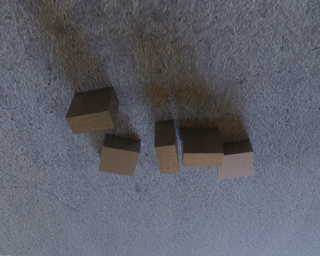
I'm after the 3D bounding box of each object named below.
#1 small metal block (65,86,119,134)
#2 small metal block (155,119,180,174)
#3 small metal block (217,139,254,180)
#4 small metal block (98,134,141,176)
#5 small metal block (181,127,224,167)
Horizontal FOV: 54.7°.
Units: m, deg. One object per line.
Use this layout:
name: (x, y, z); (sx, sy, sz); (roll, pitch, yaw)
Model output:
small metal block: (-0.079, -0.022, 0.371); (0.050, 0.050, 0.025); (-9, 130, 7)
small metal block: (0.010, 0.025, 0.412); (0.025, 0.050, 0.050); (-7, 130, 6)
small metal block: (0.107, 0.046, 0.447); (0.050, 0.025, 0.050); (-8, 130, 6)
small metal block: (-0.057, 0.039, 0.440); (0.050, 0.025, 0.050); (11, 129, -9)
small metal block: (0.055, 0.025, 0.412); (0.050, 0.050, 0.025); (0, 130, 0)
